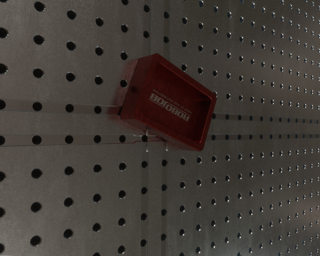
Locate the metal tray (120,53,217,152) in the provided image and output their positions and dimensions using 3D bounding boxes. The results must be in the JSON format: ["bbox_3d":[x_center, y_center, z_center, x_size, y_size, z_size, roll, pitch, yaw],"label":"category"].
[{"bbox_3d":[0.018,-0.030,0.422,0.131,0.030,0.090,27,73,-37],"label":"metal tray"}]
